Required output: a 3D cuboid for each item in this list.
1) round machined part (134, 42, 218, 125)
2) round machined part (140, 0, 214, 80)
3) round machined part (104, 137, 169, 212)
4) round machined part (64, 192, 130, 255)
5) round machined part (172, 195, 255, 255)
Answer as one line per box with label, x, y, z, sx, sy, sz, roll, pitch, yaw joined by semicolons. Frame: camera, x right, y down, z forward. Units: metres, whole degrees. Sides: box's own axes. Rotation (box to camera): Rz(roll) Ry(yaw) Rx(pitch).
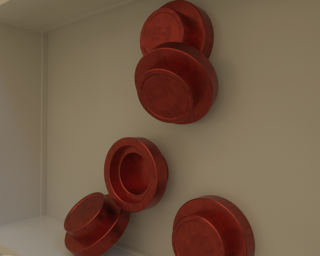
round machined part;0.013;-0.044;0.355;0.098;0.042;0.097;16;130;20
round machined part;0.013;-0.109;0.385;0.098;0.042;0.097;0;90;40
round machined part;-0.028;0.061;0.419;0.098;0.042;0.097;0;90;40
round machined part;-0.094;0.129;0.436;0.098;0.098;0.042;-13;122;39
round machined part;0.053;0.129;0.352;0.098;0.042;0.097;0;90;40
